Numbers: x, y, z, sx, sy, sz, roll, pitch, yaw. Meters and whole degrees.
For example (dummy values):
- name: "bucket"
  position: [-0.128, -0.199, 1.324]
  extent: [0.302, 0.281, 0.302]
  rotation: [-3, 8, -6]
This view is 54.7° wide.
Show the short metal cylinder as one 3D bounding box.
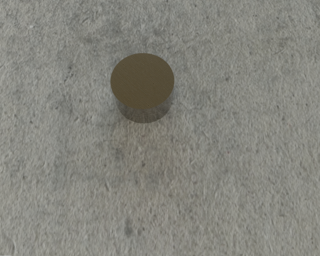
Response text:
- name: "short metal cylinder"
  position: [-0.022, -0.052, 0.414]
  extent: [0.081, 0.050, 0.080]
  rotation: [0, 70, 0]
